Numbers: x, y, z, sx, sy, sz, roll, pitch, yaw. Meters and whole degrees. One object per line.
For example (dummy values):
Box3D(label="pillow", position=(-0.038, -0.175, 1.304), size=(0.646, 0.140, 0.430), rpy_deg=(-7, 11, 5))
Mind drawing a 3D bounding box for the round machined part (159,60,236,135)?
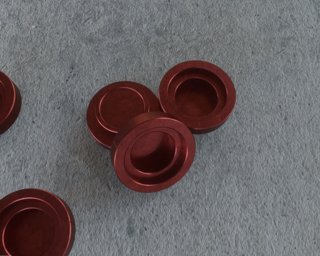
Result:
Box3D(label="round machined part", position=(0.047, -0.037, 0.412), size=(0.099, 0.042, 0.098), rpy_deg=(0, 70, -1))

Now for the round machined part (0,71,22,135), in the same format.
Box3D(label="round machined part", position=(-0.232, -0.028, 0.407), size=(0.099, 0.042, 0.098), rpy_deg=(0, 70, 0))

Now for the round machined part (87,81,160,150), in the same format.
Box3D(label="round machined part", position=(-0.047, -0.019, 0.406), size=(0.099, 0.042, 0.098), rpy_deg=(0, 70, 0))

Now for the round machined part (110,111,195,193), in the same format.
Box3D(label="round machined part", position=(-0.011, 0.025, 0.371), size=(0.099, 0.098, 0.042), rpy_deg=(-26, 31, -9))

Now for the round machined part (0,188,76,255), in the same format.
Box3D(label="round machined part", position=(-0.145, 0.121, 0.354), size=(0.099, 0.042, 0.098), rpy_deg=(0, 70, 0))
